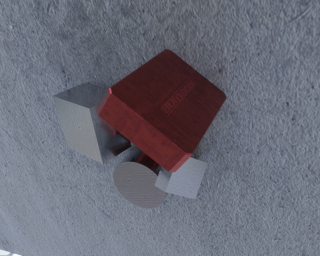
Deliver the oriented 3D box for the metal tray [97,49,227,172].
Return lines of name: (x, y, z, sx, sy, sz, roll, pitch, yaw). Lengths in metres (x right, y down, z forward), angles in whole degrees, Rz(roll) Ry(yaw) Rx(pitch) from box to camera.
metal tray: (0.010, -0.026, 0.317, 0.090, 0.131, 0.030, 39, 129, 1)

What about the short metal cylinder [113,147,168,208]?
short metal cylinder: (-0.019, 0.067, 0.443, 0.080, 0.050, 0.079, 13, 124, 20)

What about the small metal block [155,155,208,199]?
small metal block: (0.028, 0.060, 0.399, 0.050, 0.050, 0.025, 21, 178, -34)

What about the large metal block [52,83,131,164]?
large metal block: (-0.091, -0.008, 0.417, 0.080, 0.050, 0.079, 18, 128, 38)

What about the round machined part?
round machined part: (-0.006, -0.008, 0.395, 0.098, 0.042, 0.097, 13, 124, 20)
